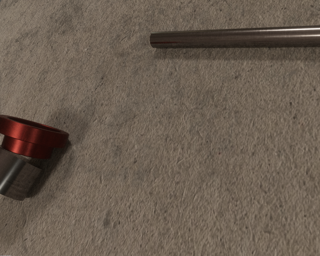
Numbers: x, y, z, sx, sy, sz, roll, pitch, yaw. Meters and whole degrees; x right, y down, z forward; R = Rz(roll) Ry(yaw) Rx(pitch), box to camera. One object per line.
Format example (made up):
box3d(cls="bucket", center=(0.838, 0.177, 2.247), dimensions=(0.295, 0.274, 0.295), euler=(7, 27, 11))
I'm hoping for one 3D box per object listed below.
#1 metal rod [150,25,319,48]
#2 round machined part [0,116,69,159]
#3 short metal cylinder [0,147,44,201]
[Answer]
box3d(cls="metal rod", center=(0.118, -0.121, 0.415), dimensions=(0.300, 0.025, 0.025), euler=(8, 66, 31))
box3d(cls="round machined part", center=(-0.186, 0.015, 0.447), dimensions=(0.098, 0.098, 0.042), euler=(16, 89, 34))
box3d(cls="short metal cylinder", center=(-0.216, 0.062, 0.441), dimensions=(0.080, 0.080, 0.050), euler=(20, 74, 35))
